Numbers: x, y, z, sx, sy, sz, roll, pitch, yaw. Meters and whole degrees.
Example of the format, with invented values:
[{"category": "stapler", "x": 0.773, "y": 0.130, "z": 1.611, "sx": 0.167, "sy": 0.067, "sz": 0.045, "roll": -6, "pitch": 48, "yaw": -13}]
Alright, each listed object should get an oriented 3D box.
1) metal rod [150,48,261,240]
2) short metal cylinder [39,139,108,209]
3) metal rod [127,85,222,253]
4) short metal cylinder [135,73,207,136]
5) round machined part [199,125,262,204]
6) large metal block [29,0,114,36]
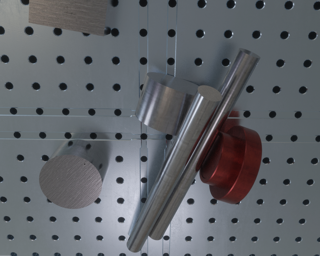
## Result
[{"category": "metal rod", "x": 0.045, "y": 0.040, "z": 0.404, "sx": 0.025, "sy": 0.025, "sz": 0.298, "roll": 19, "pitch": 118, "yaw": -7}, {"category": "short metal cylinder", "x": -0.115, "y": 0.062, "z": 0.422, "sx": 0.081, "sy": 0.050, "sz": 0.079, "roll": 0, "pitch": 110, "yaw": 0}, {"category": "metal rod", "x": 0.004, "y": 0.074, "z": 0.388, "sx": 0.025, "sy": 0.025, "sz": 0.298, "roll": 17, "pitch": 129, "yaw": -6}, {"category": "short metal cylinder", "x": 0.015, "y": -0.030, "z": 0.373, "sx": 0.080, "sy": 0.080, "sz": 0.050, "roll": 17, "pitch": 109, "yaw": -6}, {"category": "round machined part", "x": 0.083, "y": 0.042, "z": 0.390, "sx": 0.042, "sy": 0.098, "sz": 0.097, "roll": 19, "pitch": 109, "yaw": -9}, {"category": "large metal block", "x": -0.094, "y": -0.151, "z": 0.343, "sx": 0.081, "sy": 0.050, "sz": 0.079, "roll": 9, "pitch": 110, "yaw": -4}]
